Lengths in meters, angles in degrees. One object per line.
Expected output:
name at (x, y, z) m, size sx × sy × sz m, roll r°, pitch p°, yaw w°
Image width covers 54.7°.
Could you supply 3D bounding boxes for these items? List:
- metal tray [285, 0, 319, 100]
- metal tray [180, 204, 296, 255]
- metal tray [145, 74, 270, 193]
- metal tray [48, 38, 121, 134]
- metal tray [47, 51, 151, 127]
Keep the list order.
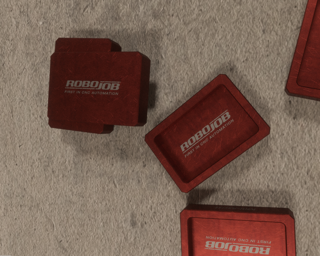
metal tray at (0.198, -0.092, 0.336) m, size 0.090 × 0.030 × 0.129 m, roll 14°, pitch 95°, yaw 19°
metal tray at (0.092, 0.142, 0.373) m, size 0.130 × 0.030 × 0.089 m, roll -2°, pitch 89°, yaw 19°
metal tray at (0.057, 0.008, 0.385) m, size 0.130 × 0.030 × 0.090 m, roll -39°, pitch 78°, yaw 15°
metal tray at (-0.108, -0.060, 0.443) m, size 0.090 × 0.030 × 0.129 m, roll 7°, pitch 92°, yaw 19°
metal tray at (-0.081, -0.051, 0.401) m, size 0.130 × 0.030 × 0.089 m, roll 4°, pitch 91°, yaw 19°
